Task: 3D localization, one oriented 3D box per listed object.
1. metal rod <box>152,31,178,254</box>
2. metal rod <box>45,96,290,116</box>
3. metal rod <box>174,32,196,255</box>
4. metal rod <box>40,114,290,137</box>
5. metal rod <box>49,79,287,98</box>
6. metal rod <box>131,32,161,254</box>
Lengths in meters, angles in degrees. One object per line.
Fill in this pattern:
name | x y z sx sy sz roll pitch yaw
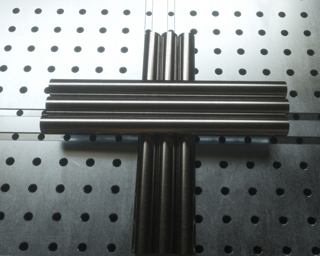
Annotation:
metal rod | 0.009 0.004 0.410 0.025 0.025 0.299 2 70 1
metal rod | 0.009 -0.027 0.395 0.302 0.025 0.025 1 70 0
metal rod | 0.034 0.006 0.410 0.025 0.025 0.299 2 70 1
metal rod | 0.006 -0.003 0.386 0.302 0.025 0.025 1 70 0
metal rod | 0.010 -0.050 0.404 0.302 0.025 0.025 1 70 0
metal rod | -0.016 0.005 0.410 0.025 0.025 0.299 2 70 1
